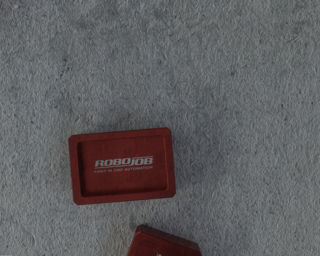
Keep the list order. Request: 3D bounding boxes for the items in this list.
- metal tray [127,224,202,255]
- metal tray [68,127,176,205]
[{"bbox_3d":[-0.009,0.205,0.407,0.090,0.030,0.129,20,90,0],"label":"metal tray"},{"bbox_3d":[-0.048,0.049,0.406,0.131,0.030,0.089,-5,90,0],"label":"metal tray"}]
